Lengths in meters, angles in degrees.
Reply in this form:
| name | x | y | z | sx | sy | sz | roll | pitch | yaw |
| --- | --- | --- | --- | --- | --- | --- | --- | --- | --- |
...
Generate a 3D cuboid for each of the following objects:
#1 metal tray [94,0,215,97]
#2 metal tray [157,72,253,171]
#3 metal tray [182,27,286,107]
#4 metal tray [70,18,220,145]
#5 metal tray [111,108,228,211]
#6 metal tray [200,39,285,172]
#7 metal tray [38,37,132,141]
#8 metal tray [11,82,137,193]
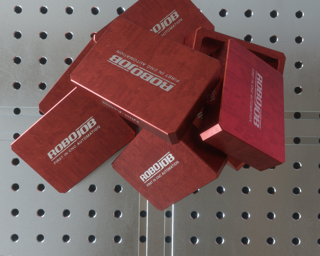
| name | x | y | z | sx | sy | sz | roll | pitch | yaw |
| --- | --- | --- | --- | --- | --- | --- | --- | --- | --- |
| metal tray | -0.006 | -0.114 | 0.392 | 0.130 | 0.030 | 0.090 | -43 | 92 | -14 |
| metal tray | 0.050 | -0.008 | 0.382 | 0.130 | 0.090 | 0.030 | 44 | 91 | 1 |
| metal tray | 0.090 | -0.063 | 0.389 | 0.131 | 0.030 | 0.090 | 10 | 90 | -20 |
| metal tray | -0.015 | -0.052 | 0.323 | 0.130 | 0.030 | 0.090 | 29 | 75 | 19 |
| metal tray | 0.005 | 0.041 | 0.367 | 0.090 | 0.129 | 0.030 | 43 | 48 | -1 |
| metal tray | 0.097 | -0.028 | 0.348 | 0.090 | 0.030 | 0.130 | 28 | 54 | -20 |
| metal tray | -0.082 | -0.049 | 0.410 | 0.090 | 0.030 | 0.130 | 39 | 90 | 0 |
| metal tray | -0.105 | 0.011 | 0.388 | 0.130 | 0.030 | 0.090 | -38 | 106 | 11 |
